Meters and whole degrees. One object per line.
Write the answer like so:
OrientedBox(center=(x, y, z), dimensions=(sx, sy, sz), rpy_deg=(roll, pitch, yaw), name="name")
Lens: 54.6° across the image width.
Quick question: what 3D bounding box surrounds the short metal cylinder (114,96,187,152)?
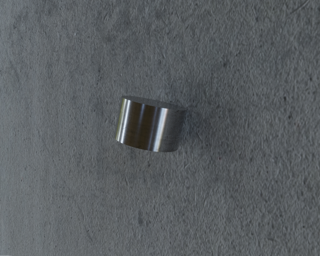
OrientedBox(center=(-0.012, -0.007, 0.380), dimensions=(0.080, 0.081, 0.050), rpy_deg=(20, 103, 38), name="short metal cylinder")
